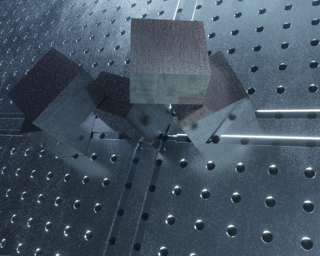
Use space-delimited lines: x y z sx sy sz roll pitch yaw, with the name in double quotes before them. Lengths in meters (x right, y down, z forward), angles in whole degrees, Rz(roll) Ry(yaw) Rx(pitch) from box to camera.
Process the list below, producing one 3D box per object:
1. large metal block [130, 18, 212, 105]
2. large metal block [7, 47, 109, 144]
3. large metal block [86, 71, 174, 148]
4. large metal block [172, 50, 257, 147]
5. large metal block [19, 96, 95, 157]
"large metal block" 0.008 -0.074 0.344 0.081 0.050 0.080 1 58 -5
"large metal block" -0.124 -0.041 0.377 0.080 0.050 0.080 -49 51 -7
"large metal block" -0.041 -0.024 0.407 0.080 0.080 0.050 20 73 35
"large metal block" 0.060 -0.035 0.382 0.080 0.050 0.080 -27 53 11
"large metal block" -0.144 -0.011 0.452 0.050 0.080 0.080 -6 59 25
